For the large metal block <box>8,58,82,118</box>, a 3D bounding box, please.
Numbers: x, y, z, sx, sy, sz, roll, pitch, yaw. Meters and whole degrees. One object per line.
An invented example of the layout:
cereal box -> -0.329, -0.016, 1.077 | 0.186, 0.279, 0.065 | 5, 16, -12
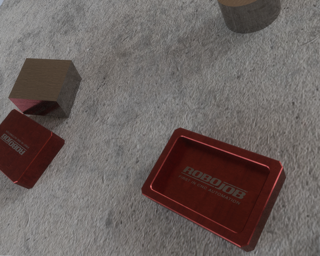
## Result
large metal block -> -0.186, -0.067, 0.512 | 0.080, 0.050, 0.080 | 5, 62, 10

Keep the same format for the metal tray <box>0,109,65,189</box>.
metal tray -> -0.224, 0.029, 0.500 | 0.130, 0.030, 0.090 | 24, 74, 36

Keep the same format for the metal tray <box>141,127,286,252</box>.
metal tray -> 0.054, 0.060, 0.335 | 0.130, 0.030, 0.090 | 20, 72, 35

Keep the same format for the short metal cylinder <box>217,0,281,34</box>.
short metal cylinder -> 0.124, -0.180, 0.433 | 0.080, 0.050, 0.080 | -13, 56, 21
